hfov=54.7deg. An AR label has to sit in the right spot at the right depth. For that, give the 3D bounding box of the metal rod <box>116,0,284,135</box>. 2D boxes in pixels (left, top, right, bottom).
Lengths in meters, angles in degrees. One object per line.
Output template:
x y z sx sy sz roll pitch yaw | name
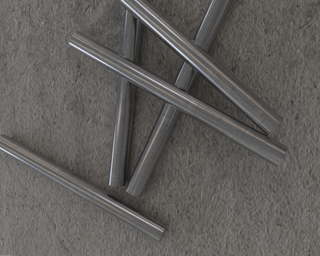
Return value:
0.023 -0.103 0.373 0.300 0.025 0.025 45 104 14 | metal rod

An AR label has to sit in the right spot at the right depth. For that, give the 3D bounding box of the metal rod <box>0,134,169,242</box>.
-0.125 0.080 0.453 0.301 0.025 0.025 24 98 18 | metal rod

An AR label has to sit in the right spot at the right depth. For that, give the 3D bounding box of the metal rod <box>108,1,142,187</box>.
-0.044 -0.070 0.424 0.025 0.025 0.298 7 92 20 | metal rod

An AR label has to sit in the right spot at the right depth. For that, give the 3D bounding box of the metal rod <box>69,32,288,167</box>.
0.009 -0.044 0.377 0.300 0.025 0.025 31 100 17 | metal rod

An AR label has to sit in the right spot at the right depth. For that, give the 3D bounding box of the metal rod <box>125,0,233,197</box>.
0.026 -0.047 0.399 0.025 0.025 0.298 27 99 18 | metal rod
